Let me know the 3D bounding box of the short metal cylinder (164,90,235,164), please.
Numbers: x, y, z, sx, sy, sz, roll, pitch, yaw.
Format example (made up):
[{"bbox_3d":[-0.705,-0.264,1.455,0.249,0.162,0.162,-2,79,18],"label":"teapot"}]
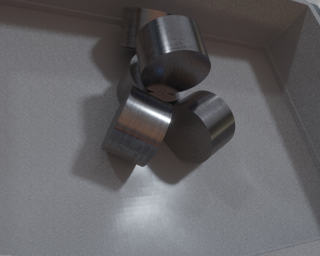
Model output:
[{"bbox_3d":[0.047,-0.002,0.395,0.050,0.080,0.080,-33,80,-37],"label":"short metal cylinder"}]

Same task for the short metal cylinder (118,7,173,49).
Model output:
[{"bbox_3d":[-0.015,-0.133,0.433,0.081,0.080,0.050,4,103,-26],"label":"short metal cylinder"}]

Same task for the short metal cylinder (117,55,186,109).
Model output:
[{"bbox_3d":[-0.011,-0.056,0.414,0.081,0.050,0.080,14,56,-21],"label":"short metal cylinder"}]

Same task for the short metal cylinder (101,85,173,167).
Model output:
[{"bbox_3d":[-0.027,-0.002,0.355,0.050,0.080,0.080,26,53,-12],"label":"short metal cylinder"}]

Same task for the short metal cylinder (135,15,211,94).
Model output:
[{"bbox_3d":[0.014,-0.083,0.362,0.081,0.080,0.050,3,61,-27],"label":"short metal cylinder"}]
